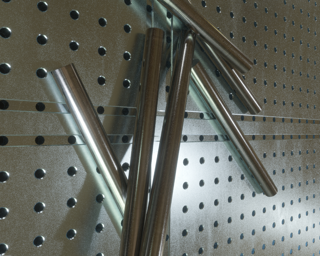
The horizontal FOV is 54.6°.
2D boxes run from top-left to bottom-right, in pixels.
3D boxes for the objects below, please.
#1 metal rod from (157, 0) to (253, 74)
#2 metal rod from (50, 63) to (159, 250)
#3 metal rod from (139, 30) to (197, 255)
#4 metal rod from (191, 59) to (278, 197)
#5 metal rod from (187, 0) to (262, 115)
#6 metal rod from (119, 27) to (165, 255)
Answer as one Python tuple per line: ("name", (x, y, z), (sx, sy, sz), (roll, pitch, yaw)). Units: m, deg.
("metal rod", (0.020, -0.162, 0.403), (0.301, 0.025, 0.025), (31, 71, -29))
("metal rod", (-0.048, 0.069, 0.367), (0.025, 0.025, 0.299), (-35, 111, -34))
("metal rod", (0.015, 0.003, 0.382), (0.025, 0.025, 0.299), (29, 60, -36))
("metal rod", (0.127, 0.014, 0.513), (0.300, 0.025, 0.025), (52, 60, -27))
("metal rod", (0.078, -0.125, 0.472), (0.300, 0.025, 0.025), (45, 63, -31))
("metal rod", (-0.020, 0.021, 0.366), (0.025, 0.025, 0.299), (17, 72, -39))
